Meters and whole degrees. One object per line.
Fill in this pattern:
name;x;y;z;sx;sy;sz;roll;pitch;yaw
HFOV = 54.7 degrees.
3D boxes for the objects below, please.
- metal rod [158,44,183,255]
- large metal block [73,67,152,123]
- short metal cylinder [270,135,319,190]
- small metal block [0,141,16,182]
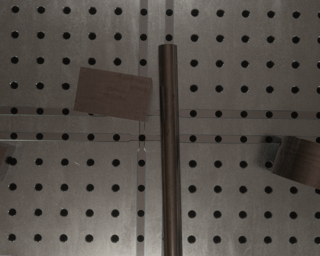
metal rod;0.014;0.040;0.413;0.025;0.025;0.298;-2;90;-1
large metal block;-0.053;-0.038;0.385;0.081;0.080;0.050;9;90;-1
short metal cylinder;0.187;0.045;0.388;0.080;0.080;0.050;18;90;-1
small metal block;-0.229;0.041;0.410;0.050;0.025;0.050;20;90;-1
